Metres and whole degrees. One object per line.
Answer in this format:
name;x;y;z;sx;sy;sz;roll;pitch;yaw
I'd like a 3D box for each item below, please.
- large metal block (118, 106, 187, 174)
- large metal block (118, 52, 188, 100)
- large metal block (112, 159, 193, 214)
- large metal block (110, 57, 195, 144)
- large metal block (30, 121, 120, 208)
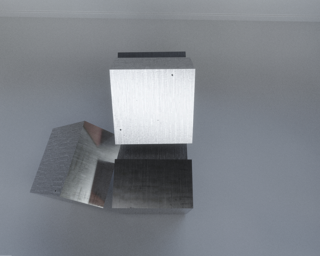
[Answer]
large metal block;-0.009;0.013;0.392;0.081;0.050;0.080;-1;70;-1
large metal block;-0.009;-0.054;0.397;0.081;0.080;0.050;-1;70;-1
large metal block;-0.007;0.069;0.352;0.081;0.080;0.050;0;70;0
large metal block;-0.007;-0.030;0.330;0.081;0.079;0.050;-1;25;-1
large metal block;-0.096;0.042;0.353;0.050;0.080;0.080;28;66;-36
